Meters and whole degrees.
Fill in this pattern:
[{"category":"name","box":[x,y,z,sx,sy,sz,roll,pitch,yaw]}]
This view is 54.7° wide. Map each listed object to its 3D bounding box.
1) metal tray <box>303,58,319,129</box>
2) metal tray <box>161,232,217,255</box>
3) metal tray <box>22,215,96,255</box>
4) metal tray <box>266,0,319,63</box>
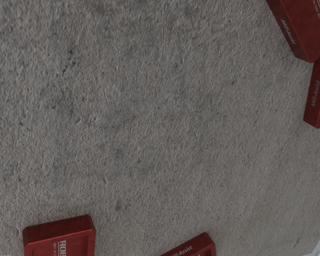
[{"category":"metal tray","box":[0.296,-0.070,0.522,0.091,0.030,0.129,-19,126,-17]},{"category":"metal tray","box":[0.045,0.264,0.591,0.131,0.030,0.089,-23,127,-15]},{"category":"metal tray","box":[-0.143,0.190,0.442,0.091,0.030,0.129,-5,121,-26]},{"category":"metal tray","box":[0.205,-0.162,0.415,0.090,0.030,0.130,-47,129,4]}]
